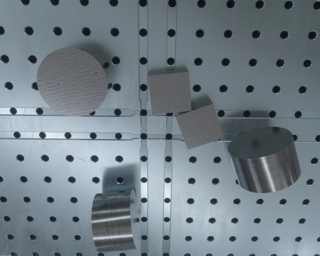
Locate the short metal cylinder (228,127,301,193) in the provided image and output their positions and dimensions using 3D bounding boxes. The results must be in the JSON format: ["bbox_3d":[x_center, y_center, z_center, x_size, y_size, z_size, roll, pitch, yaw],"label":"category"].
[{"bbox_3d":[0.134,0.039,0.400,0.080,0.080,0.050,-19,109,7],"label":"short metal cylinder"}]

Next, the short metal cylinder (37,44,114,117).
[{"bbox_3d":[-0.100,-0.059,0.377,0.081,0.050,0.079,0,110,0],"label":"short metal cylinder"}]

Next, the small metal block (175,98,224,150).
[{"bbox_3d":[0.052,-0.005,0.412,0.050,0.025,0.050,-19,109,7],"label":"small metal block"}]

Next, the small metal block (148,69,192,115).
[{"bbox_3d":[0.012,-0.047,0.396,0.050,0.025,0.050,-5,110,2],"label":"small metal block"}]

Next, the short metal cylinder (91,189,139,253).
[{"bbox_3d":[-0.059,0.128,0.431,0.050,0.080,0.079,-7,110,2],"label":"short metal cylinder"}]
